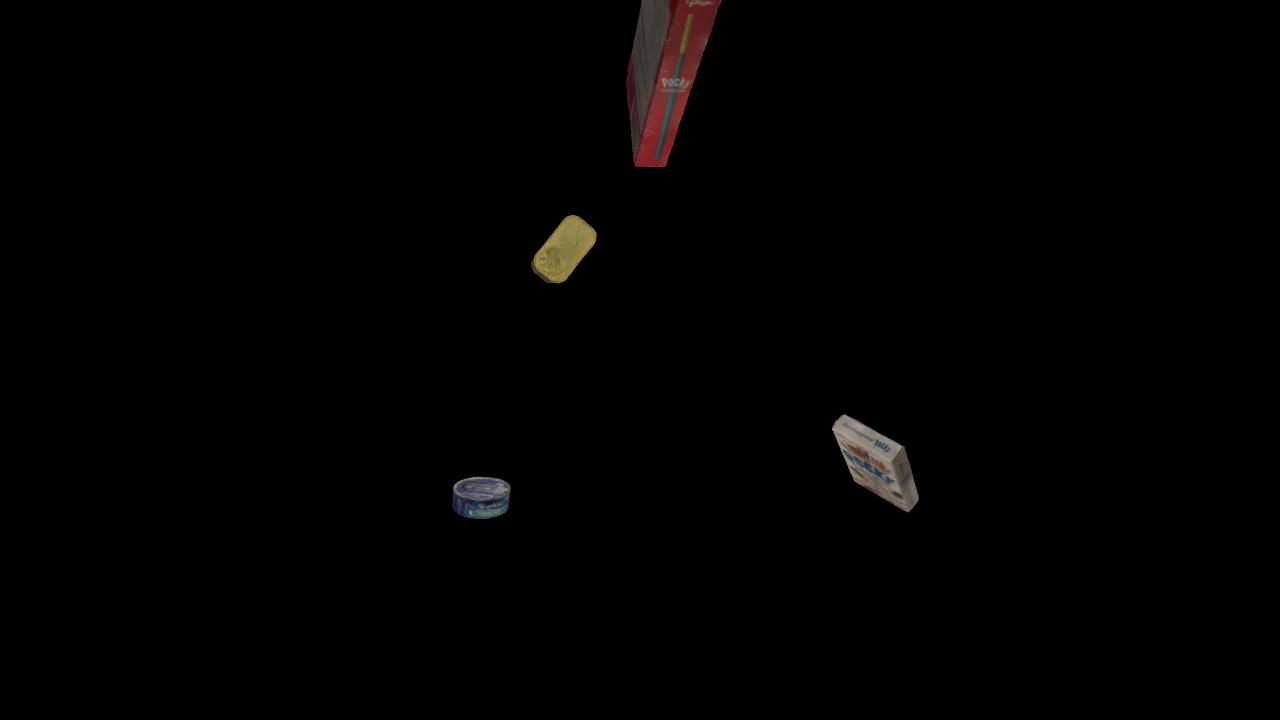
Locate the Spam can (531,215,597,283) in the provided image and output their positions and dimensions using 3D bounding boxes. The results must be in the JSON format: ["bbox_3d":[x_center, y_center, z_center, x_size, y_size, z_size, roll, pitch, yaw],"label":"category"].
[{"bbox_3d":[-0.119,-0.165,0.937,0.058,0.101,0.085,39,-5,-14],"label":"Spam can"}]

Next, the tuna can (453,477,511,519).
[{"bbox_3d":[-0.238,0.206,0.923,0.084,0.034,0.084,6,10,-1],"label":"tuna can"}]

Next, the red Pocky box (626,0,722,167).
[{"bbox_3d":[0.017,-0.206,0.403,0.028,0.083,0.155,-1,-19,-10],"label":"red Pocky box"}]

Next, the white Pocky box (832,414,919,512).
[{"bbox_3d":[0.294,0.130,0.762,0.084,0.028,0.154,32,-14,43],"label":"white Pocky box"}]
